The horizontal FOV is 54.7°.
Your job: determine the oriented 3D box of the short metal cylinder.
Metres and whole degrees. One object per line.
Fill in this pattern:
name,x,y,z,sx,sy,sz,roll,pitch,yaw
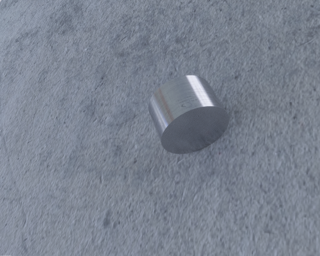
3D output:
short metal cylinder,0.032,-0.014,0.359,0.080,0.080,0.050,-29,52,9
